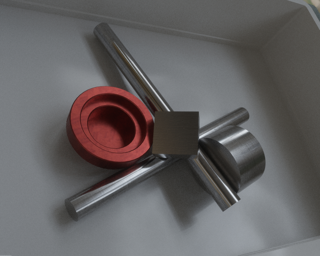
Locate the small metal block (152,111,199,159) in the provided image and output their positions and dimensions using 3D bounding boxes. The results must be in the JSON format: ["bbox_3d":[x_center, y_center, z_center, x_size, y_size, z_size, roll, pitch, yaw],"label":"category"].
[{"bbox_3d":[0.020,0.008,0.358,0.050,0.025,0.050,1,74,10],"label":"small metal block"}]

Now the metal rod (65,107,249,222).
[{"bbox_3d":[0.021,0.030,0.398,0.302,0.025,0.025,-25,76,-37],"label":"metal rod"}]

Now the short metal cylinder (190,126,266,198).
[{"bbox_3d":[0.083,0.042,0.389,0.050,0.080,0.080,-22,74,-36],"label":"short metal cylinder"}]

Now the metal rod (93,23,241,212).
[{"bbox_3d":[-0.002,-0.027,0.398,0.025,0.025,0.299,-21,66,-36],"label":"metal rod"}]

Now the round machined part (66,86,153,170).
[{"bbox_3d":[-0.059,0.003,0.361,0.099,0.042,0.098,14,56,-21],"label":"round machined part"}]
